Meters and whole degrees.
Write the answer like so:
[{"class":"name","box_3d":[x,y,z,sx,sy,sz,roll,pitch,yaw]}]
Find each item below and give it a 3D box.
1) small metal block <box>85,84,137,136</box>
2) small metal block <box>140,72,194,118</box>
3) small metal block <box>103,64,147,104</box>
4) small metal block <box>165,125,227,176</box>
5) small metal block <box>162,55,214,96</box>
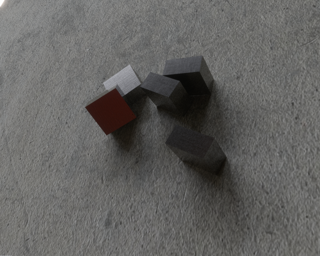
[{"class":"small metal block","box_3d":[-0.068,-0.026,0.436,0.050,0.050,0.025,-31,20,8]},{"class":"small metal block","box_3d":[0.010,-0.044,0.410,0.050,0.050,0.025,24,76,36]},{"class":"small metal block","box_3d":[-0.052,-0.060,0.468,0.050,0.025,0.050,-34,51,6]},{"class":"small metal block","box_3d":[0.041,0.025,0.351,0.050,0.050,0.025,20,73,35]},{"class":"small metal block","box_3d":[0.038,-0.067,0.409,0.050,0.050,0.025,-1,61,27]}]
